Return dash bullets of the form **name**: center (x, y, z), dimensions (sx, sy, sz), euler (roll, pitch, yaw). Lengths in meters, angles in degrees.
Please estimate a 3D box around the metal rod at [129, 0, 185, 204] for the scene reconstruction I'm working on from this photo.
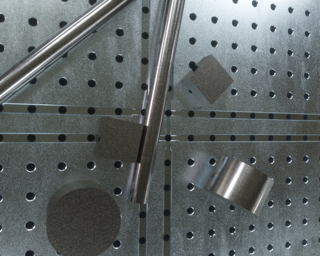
- **metal rod**: center (-0.001, -0.051, 0.411), dimensions (0.025, 0.025, 0.298), euler (12, 86, -20)

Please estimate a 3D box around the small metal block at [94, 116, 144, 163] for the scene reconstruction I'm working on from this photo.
- **small metal block**: center (-0.053, 0.015, 0.393), dimensions (0.050, 0.025, 0.050), euler (12, 86, -20)

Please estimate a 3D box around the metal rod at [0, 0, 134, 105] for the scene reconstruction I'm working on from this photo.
- **metal rod**: center (-0.085, -0.133, 0.380), dimensions (0.301, 0.025, 0.025), euler (-44, 104, -15)

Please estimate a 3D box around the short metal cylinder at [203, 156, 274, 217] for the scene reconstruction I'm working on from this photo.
- **short metal cylinder**: center (0.106, 0.079, 0.423), dimensions (0.080, 0.080, 0.050), euler (32, 80, -17)

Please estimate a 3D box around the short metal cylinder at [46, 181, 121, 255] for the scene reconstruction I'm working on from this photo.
- **short metal cylinder**: center (-0.091, 0.105, 0.366), dimensions (0.081, 0.050, 0.079), euler (0, 90, -20)

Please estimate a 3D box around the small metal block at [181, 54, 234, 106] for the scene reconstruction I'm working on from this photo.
- **small metal block**: center (0.067, -0.067, 0.437), dimensions (0.050, 0.025, 0.050), euler (-47, 105, -14)
